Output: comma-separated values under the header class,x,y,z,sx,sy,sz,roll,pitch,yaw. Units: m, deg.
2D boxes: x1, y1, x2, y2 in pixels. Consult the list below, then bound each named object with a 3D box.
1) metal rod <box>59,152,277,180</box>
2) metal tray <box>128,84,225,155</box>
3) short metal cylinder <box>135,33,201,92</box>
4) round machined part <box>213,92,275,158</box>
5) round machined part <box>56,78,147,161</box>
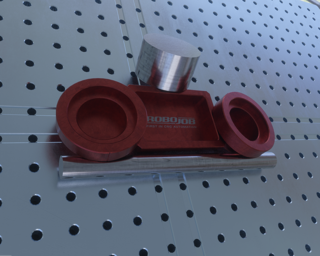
class,x,y,z,sx,sy,sz,roll,pitch,yaw
metal rod,0.031,0.045,0.392,0.303,0.025,0.025,2,61,-28
metal tray,0.017,-0.009,0.414,0.131,0.030,0.090,1,62,-28
short metal cylinder,0.010,-0.092,0.430,0.081,0.050,0.080,14,31,-8
round machined part,0.115,-0.001,0.448,0.099,0.042,0.098,20,50,-25
round machined part,-0.067,-0.006,0.354,0.099,0.042,0.098,9,57,-14
